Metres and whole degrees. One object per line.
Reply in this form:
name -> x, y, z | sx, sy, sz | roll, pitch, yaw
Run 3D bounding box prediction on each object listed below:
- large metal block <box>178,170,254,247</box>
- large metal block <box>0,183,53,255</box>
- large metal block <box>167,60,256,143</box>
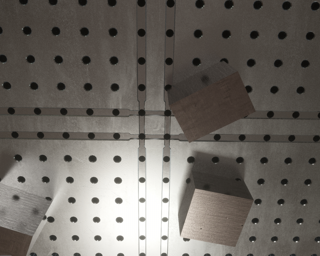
large metal block -> 0.076, 0.115, 0.444 | 0.081, 0.050, 0.079 | 12, 110, -5
large metal block -> -0.207, 0.130, 0.429 | 0.080, 0.080, 0.050 | 21, 109, -8
large metal block -> 0.057, -0.035, 0.372 | 0.080, 0.080, 0.050 | -26, 108, 9
